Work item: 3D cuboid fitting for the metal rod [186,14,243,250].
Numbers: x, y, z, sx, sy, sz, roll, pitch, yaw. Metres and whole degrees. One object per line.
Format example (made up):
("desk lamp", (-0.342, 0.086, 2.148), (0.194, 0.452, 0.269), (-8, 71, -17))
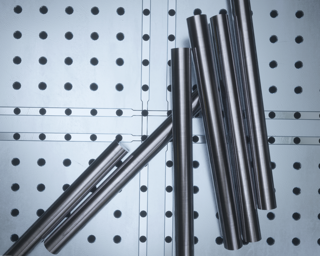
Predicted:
("metal rod", (0.071, 0.011, 0.395), (0.025, 0.025, 0.298), (-11, 98, 0))

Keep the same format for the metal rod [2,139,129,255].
("metal rod", (-0.155, 0.131, 0.412), (0.025, 0.025, 0.300), (44, 90, 0))

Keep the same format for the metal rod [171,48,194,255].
("metal rod", (0.030, 0.052, 0.395), (0.025, 0.025, 0.298), (-2, 97, 0))

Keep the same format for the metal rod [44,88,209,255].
("metal rod", (-0.038, 0.052, 0.413), (0.025, 0.025, 0.300), (45, 90, 0))

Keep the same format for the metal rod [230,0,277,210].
("metal rod", (0.123, -0.042, 0.414), (0.025, 0.025, 0.298), (-7, 90, 0))

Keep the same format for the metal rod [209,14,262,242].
("metal rod", (0.101, 0.000, 0.413), (0.025, 0.025, 0.298), (-9, 90, 0))
